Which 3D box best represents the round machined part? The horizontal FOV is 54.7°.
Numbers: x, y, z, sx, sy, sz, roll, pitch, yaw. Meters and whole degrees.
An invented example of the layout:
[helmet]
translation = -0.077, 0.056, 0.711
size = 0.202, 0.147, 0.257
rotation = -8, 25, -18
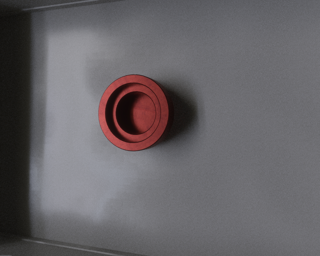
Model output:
[round machined part]
translation = -0.028, -0.019, 0.410
size = 0.098, 0.042, 0.097
rotation = 0, 90, 19
